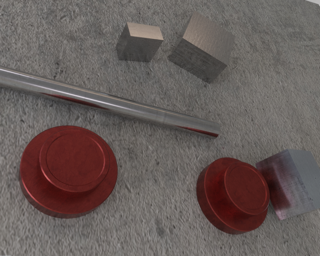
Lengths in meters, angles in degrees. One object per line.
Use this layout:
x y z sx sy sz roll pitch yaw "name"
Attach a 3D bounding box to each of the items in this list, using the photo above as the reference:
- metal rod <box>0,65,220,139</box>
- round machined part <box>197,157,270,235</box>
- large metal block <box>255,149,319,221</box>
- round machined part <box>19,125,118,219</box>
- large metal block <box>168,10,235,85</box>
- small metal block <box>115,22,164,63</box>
-0.058 -0.029 0.389 0.302 0.025 0.025 13 56 -21 "metal rod"
0.100 0.082 0.396 0.099 0.042 0.098 14 56 -21 "round machined part"
0.188 0.077 0.429 0.081 0.050 0.080 8 57 -44 "large metal block"
-0.090 0.039 0.320 0.099 0.042 0.098 14 56 -21 "round machined part"
0.069 -0.131 0.505 0.080 0.050 0.080 29 52 -10 "large metal block"
-0.030 -0.122 0.446 0.050 0.050 0.025 -2 63 -29 "small metal block"
